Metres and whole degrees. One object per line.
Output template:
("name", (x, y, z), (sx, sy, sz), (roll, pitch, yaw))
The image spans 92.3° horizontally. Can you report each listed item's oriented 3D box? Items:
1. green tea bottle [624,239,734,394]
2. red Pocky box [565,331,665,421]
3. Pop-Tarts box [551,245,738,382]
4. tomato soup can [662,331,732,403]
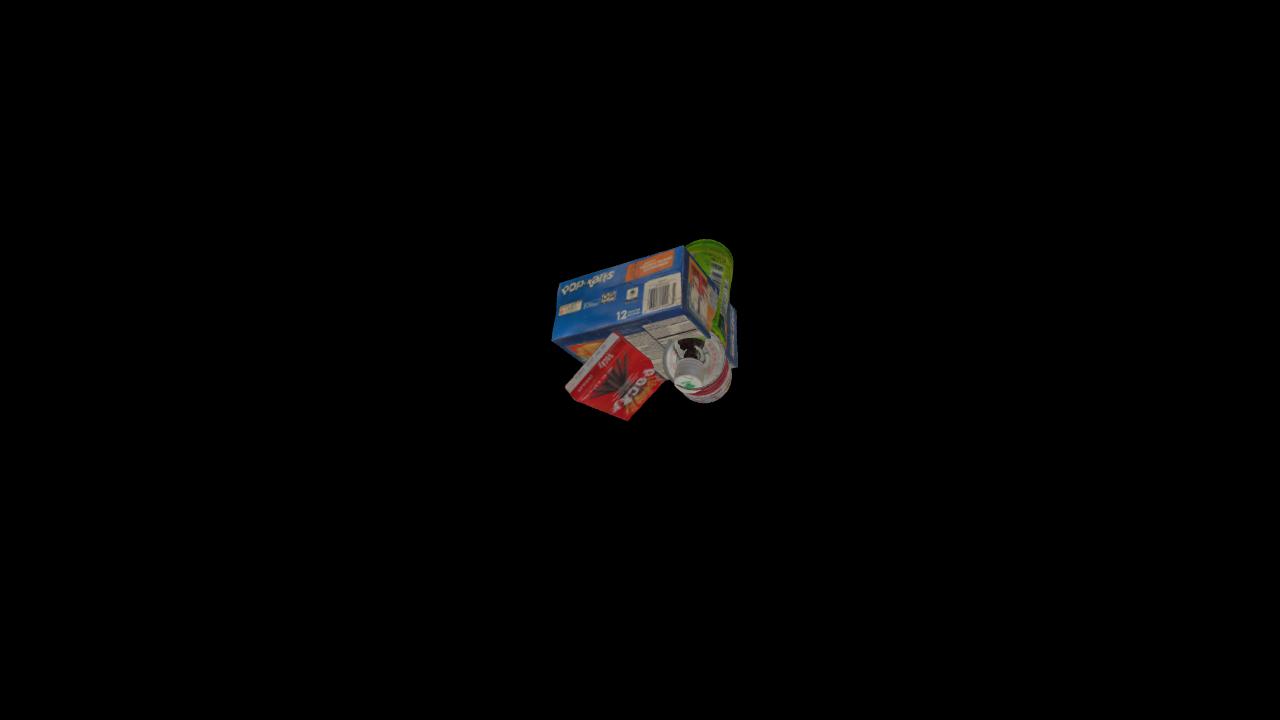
("green tea bottle", (0.067, -0.052, 0.706), (0.073, 0.212, 0.073), (7, -44, 6))
("red Pocky box", (-0.021, 0.023, 0.705), (0.028, 0.083, 0.155), (42, 3, 23))
("Pop-Tarts box", (0.009, -0.041, 0.708), (0.167, 0.083, 0.141), (-12, -32, 30))
("tomato soup can", (0.067, 0.009, 0.689), (0.068, 0.068, 0.101), (0, -13, 13))
